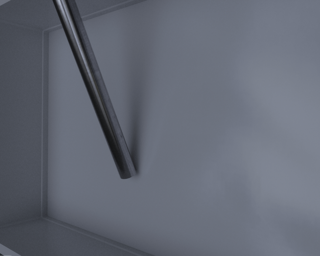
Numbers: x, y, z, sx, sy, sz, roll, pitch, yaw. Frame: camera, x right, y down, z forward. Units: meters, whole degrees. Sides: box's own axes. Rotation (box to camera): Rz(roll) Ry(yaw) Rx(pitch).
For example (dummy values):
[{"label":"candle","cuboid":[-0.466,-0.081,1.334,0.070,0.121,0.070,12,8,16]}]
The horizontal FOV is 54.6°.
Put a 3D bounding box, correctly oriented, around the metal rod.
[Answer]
[{"label":"metal rod","cuboid":[-0.088,-0.067,0.398,0.025,0.025,0.299,0,116,40]}]
